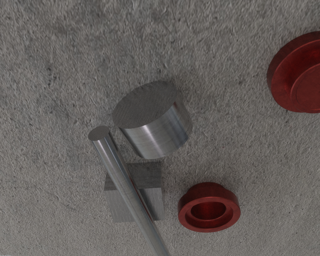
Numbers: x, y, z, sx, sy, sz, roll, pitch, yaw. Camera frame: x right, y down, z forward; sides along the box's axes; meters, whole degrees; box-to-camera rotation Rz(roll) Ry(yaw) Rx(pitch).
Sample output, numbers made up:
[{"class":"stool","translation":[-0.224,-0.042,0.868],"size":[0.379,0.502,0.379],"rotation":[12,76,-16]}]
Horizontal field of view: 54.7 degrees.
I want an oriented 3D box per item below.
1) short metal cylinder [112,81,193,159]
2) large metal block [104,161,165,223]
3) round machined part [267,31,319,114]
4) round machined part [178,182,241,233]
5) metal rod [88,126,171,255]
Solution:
[{"class":"short metal cylinder","translation":[-0.008,-0.010,0.362],"size":[0.080,0.080,0.050],"rotation":[-18,128,15]},{"class":"large metal block","translation":[-0.035,0.099,0.475],"size":[0.080,0.050,0.080],"rotation":[-4,130,3]},{"class":"round machined part","translation":[0.177,-0.055,0.351],"size":[0.099,0.042,0.097],"rotation":[0,130,0]},{"class":"round machined part","translation":[0.078,0.125,0.504],"size":[0.099,0.042,0.097],"rotation":[0,130,0]},{"class":"metal rod","translation":[-0.030,0.116,0.439],"size":[0.025,0.025,0.299],"rotation":[-12,130,9]}]
